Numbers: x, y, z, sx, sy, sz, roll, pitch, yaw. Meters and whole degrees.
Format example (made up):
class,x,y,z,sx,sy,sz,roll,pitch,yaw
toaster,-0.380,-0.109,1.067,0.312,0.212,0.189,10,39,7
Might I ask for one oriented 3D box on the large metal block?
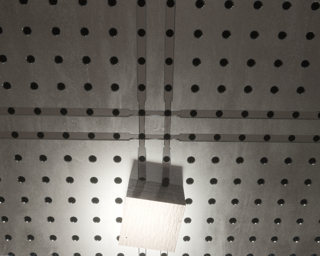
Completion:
class,x,y,z,sx,sy,sz,roll,pitch,yaw
large metal block,-0.012,0.125,0.446,0.081,0.050,0.079,9,110,-4
